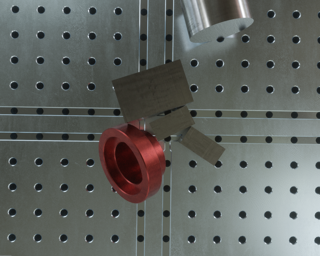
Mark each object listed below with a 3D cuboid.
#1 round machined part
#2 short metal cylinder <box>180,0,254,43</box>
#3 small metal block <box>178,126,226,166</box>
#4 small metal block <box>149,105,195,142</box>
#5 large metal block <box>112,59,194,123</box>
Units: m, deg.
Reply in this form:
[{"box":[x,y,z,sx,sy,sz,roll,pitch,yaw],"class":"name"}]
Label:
[{"box":[-0.031,0.040,0.387,0.042,0.098,0.098,-23,91,-39],"class":"round machined part"},{"box":[0.070,-0.145,0.387,0.080,0.080,0.050,-14,90,0],"class":"short metal cylinder"},{"box":[0.052,0.022,0.402,0.050,0.050,0.025,34,90,-1],"class":"small metal block"},{"box":[0.015,-0.006,0.401,0.050,0.050,0.025,-26,90,0],"class":"small metal block"},{"box":[-0.008,-0.042,0.386,0.080,0.080,0.050,-18,90,0],"class":"large metal block"}]
